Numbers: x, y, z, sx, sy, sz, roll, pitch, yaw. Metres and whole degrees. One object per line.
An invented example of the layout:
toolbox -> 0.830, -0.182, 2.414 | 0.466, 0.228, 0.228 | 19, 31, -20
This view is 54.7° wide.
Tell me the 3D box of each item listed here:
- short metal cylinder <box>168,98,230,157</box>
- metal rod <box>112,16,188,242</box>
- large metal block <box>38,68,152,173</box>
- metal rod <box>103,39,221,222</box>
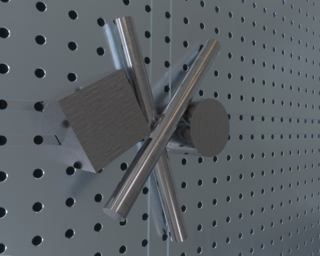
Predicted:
short metal cylinder -> 0.053, -0.001, 0.438 | 0.081, 0.050, 0.079 | 0, 90, -40
metal rod -> -0.009, 0.011, 0.402 | 0.025, 0.025, 0.298 | -24, 105, -38
large metal block -> -0.068, -0.009, 0.336 | 0.080, 0.050, 0.080 | -36, 113, -34
metal rod -> 0.018, -0.020, 0.395 | 0.025, 0.025, 0.301 | 52, 51, -28
